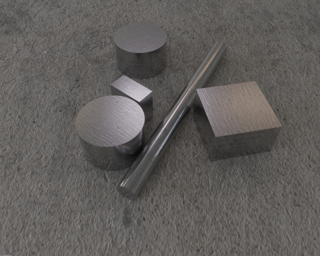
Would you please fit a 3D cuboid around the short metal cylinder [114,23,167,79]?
[{"bbox_3d":[-0.030,-0.123,0.490,0.081,0.050,0.080,0,50,0],"label":"short metal cylinder"}]

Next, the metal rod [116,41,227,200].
[{"bbox_3d":[0.031,-0.030,0.428,0.025,0.025,0.301,22,53,17],"label":"metal rod"}]

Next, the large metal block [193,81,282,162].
[{"bbox_3d":[0.094,-0.010,0.396,0.081,0.050,0.080,-9,51,-7],"label":"large metal block"}]

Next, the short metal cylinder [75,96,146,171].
[{"bbox_3d":[-0.058,0.006,0.382,0.081,0.050,0.080,0,50,0],"label":"short metal cylinder"}]

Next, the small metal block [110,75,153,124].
[{"bbox_3d":[-0.037,-0.036,0.417,0.050,0.050,0.025,32,57,24],"label":"small metal block"}]
